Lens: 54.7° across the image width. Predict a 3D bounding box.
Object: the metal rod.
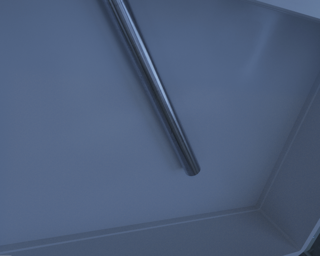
[{"bbox_3d":[-0.001,-0.040,0.384,0.025,0.025,0.299,-33,129,-8],"label":"metal rod"}]
